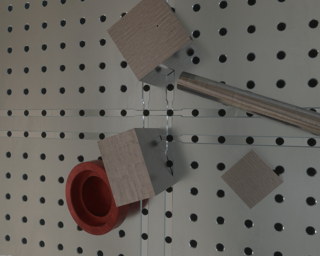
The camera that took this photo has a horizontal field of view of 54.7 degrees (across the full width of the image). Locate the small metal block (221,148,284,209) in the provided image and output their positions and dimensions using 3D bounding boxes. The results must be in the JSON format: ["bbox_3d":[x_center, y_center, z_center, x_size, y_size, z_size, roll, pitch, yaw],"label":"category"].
[{"bbox_3d":[0.111,0.060,0.373,0.050,0.025,0.050,-45,76,14],"label":"small metal block"}]

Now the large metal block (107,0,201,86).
[{"bbox_3d":[-0.007,-0.114,0.402,0.080,0.050,0.080,-35,79,16],"label":"large metal block"}]

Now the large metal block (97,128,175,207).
[{"bbox_3d":[-0.027,0.046,0.392,0.050,0.080,0.080,-20,84,17],"label":"large metal block"}]

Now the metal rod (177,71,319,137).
[{"bbox_3d":[0.161,-0.011,0.355,0.301,0.025,0.025,21,97,18],"label":"metal rod"}]

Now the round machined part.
[{"bbox_3d":[-0.080,0.091,0.424,0.098,0.042,0.097,3,96,33],"label":"round machined part"}]
